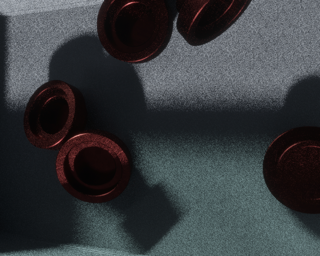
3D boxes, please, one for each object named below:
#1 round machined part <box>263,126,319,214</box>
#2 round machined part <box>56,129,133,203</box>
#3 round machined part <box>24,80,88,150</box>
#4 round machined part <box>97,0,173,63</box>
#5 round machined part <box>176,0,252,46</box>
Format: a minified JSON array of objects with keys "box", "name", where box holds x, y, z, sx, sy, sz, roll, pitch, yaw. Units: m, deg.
[{"box":[0.165,0.047,0.343,0.098,0.042,0.097,0,90,20],"name":"round machined part"},{"box":[-0.085,0.048,0.420,0.099,0.042,0.097,1,104,3],"name":"round machined part"},{"box":[-0.144,-0.016,0.444,0.098,0.042,0.098,-7,75,26],"name":"round machined part"},{"box":[-0.029,-0.134,0.409,0.098,0.042,0.097,2,95,18],"name":"round machined part"},{"box":[0.057,-0.144,0.351,0.098,0.098,0.042,-41,76,15],"name":"round machined part"}]
